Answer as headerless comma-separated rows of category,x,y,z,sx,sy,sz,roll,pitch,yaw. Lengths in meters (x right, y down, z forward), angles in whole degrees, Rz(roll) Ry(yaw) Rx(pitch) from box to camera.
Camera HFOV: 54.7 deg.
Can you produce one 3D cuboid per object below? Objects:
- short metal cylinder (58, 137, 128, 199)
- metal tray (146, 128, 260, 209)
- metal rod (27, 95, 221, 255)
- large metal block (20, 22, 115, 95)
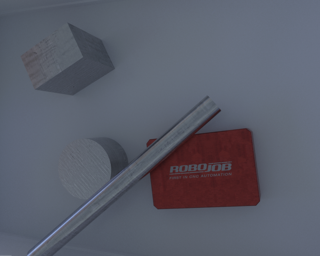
short metal cylinder,-0.091,0.053,0.428,0.080,0.050,0.079,0,90,19
metal tray,0.053,0.052,0.389,0.130,0.030,0.089,-7,88,19
metal rod,-0.048,0.069,0.380,0.300,0.025,0.025,-41,77,7
large metal block,-0.123,-0.089,0.423,0.080,0.080,0.050,-28,81,17
